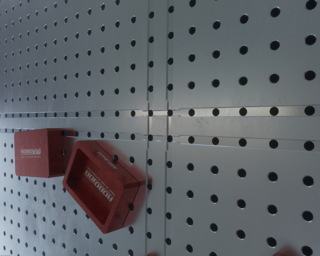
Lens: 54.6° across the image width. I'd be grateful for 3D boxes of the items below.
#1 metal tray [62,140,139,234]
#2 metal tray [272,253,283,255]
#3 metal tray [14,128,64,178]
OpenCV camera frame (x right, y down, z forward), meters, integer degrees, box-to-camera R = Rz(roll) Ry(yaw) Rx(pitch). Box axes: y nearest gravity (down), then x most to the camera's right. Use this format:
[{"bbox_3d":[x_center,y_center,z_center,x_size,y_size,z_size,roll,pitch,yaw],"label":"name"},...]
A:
[{"bbox_3d":[-0.098,0.088,0.488,0.130,0.030,0.089,36,112,34],"label":"metal tray"},{"bbox_3d":[0.131,0.203,0.299,0.130,0.030,0.090,47,118,30],"label":"metal tray"},{"bbox_3d":[-0.239,0.049,0.606,0.130,0.030,0.090,-5,87,40],"label":"metal tray"}]
